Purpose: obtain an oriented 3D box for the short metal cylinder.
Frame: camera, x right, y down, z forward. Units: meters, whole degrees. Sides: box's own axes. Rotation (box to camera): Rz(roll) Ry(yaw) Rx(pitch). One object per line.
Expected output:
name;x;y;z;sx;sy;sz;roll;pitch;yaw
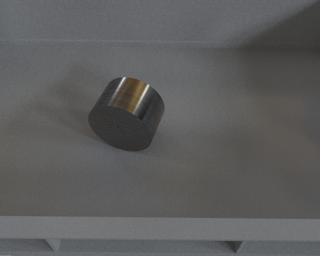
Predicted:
short metal cylinder;-0.040;-0.016;0.382;0.080;0.080;0.050;14;52;11
